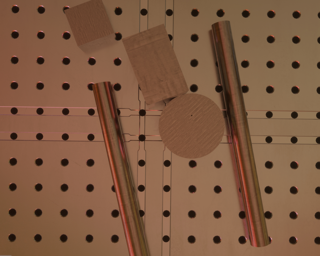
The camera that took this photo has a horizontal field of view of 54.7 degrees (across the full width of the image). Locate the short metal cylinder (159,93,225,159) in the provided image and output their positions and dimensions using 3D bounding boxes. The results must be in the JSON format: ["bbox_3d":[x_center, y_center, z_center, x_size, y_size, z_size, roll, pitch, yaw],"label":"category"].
[{"bbox_3d":[0.039,-0.003,0.401,0.081,0.050,0.079,0,90,-1],"label":"short metal cylinder"}]

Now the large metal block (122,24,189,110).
[{"bbox_3d":[-0.005,-0.071,0.386,0.050,0.080,0.080,-21,90,0],"label":"large metal block"}]

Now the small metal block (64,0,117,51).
[{"bbox_3d":[-0.092,-0.138,0.412,0.050,0.025,0.050,-21,90,-1],"label":"small metal block"}]

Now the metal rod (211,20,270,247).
[{"bbox_3d":[0.107,0.008,0.414,0.025,0.025,0.298,-10,90,0],"label":"metal rod"}]

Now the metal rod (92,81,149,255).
[{"bbox_3d":[-0.046,0.087,0.412,0.025,0.025,0.298,-12,90,0],"label":"metal rod"}]
